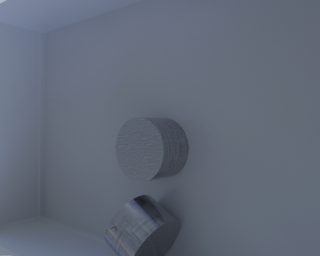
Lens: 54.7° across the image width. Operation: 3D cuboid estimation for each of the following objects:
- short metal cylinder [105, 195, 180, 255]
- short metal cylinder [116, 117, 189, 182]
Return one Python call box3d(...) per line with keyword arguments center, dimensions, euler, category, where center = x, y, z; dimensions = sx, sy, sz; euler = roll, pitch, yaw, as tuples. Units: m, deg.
box3d(center=(-0.021, 0.131, 0.386), dimensions=(0.050, 0.081, 0.079), euler=(35, 112, 34), category="short metal cylinder")
box3d(center=(-0.011, 0.026, 0.398), dimensions=(0.080, 0.050, 0.079), euler=(0, 90, 39), category="short metal cylinder")
